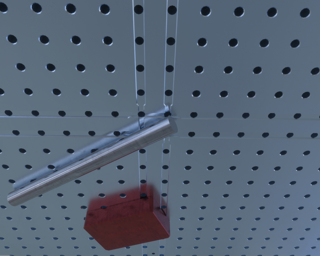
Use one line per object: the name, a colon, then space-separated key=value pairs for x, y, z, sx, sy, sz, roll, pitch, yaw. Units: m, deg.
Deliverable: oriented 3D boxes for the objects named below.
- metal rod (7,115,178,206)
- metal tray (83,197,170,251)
metal rod: x=-0.111 y=0.055 z=0.456 sx=0.300 sy=0.025 sz=0.025 roll=-25 pitch=126 yaw=19
metal tray: x=-0.057 y=0.174 z=0.556 sx=0.130 sy=0.030 sz=0.090 roll=-17 pitch=129 yaw=13
